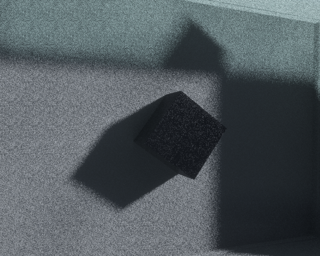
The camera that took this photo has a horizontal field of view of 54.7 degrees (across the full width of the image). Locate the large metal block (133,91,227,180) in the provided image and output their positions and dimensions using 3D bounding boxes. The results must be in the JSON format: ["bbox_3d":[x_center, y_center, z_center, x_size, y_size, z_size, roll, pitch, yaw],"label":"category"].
[{"bbox_3d":[0.026,0.009,0.408,0.080,0.050,0.080,38,78,-17],"label":"large metal block"}]
